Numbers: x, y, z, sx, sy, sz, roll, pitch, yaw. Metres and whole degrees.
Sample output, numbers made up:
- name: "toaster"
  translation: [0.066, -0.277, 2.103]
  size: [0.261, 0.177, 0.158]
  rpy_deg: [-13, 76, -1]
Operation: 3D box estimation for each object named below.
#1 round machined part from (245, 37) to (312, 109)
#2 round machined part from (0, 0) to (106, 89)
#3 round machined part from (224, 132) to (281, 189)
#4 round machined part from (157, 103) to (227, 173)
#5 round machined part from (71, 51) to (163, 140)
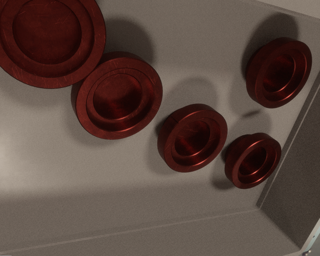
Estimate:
- name: "round machined part"
  translation: [0.161, -0.080, 0.439]
  size: [0.099, 0.042, 0.097]
  rpy_deg: [-14, 125, -21]
- name: "round machined part"
  translation: [-0.102, -0.088, 0.281]
  size: [0.099, 0.042, 0.097]
  rpy_deg: [-8, 114, -18]
- name: "round machined part"
  translation: [0.147, 0.049, 0.511]
  size: [0.099, 0.042, 0.097]
  rpy_deg: [-14, 125, -21]
- name: "round machined part"
  translation: [0.040, 0.010, 0.428]
  size: [0.099, 0.042, 0.097]
  rpy_deg: [-14, 125, -21]
- name: "round machined part"
  translation: [-0.050, -0.039, 0.346]
  size: [0.099, 0.042, 0.097]
  rpy_deg: [-16, 127, -21]
